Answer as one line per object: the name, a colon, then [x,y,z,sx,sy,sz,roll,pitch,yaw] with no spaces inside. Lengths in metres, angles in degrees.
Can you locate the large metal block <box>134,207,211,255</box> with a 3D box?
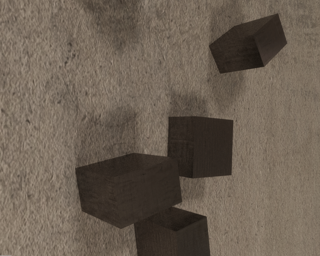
large metal block: [0.015,0.147,0.384,0.050,0.080,0.079,-11,97,-40]

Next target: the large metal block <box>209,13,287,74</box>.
large metal block: [0.139,-0.131,0.488,0.080,0.080,0.050,-42,116,-32]

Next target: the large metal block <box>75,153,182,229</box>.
large metal block: [-0.035,0.063,0.342,0.081,0.080,0.050,-12,98,-40]

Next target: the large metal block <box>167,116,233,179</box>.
large metal block: [0.058,0.026,0.439,0.081,0.050,0.080,4,88,-40]
